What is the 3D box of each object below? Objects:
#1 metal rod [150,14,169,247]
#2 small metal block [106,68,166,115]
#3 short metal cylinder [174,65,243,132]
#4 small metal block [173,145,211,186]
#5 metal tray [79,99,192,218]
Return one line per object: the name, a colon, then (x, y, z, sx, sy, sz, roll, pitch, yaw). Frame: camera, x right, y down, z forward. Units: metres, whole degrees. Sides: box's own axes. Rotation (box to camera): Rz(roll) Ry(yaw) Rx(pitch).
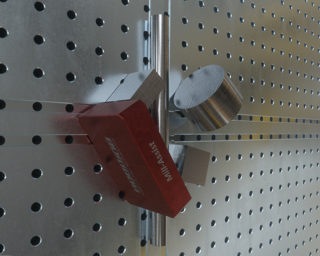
metal rod: (-0.001, 0.003, 0.410, 0.025, 0.025, 0.298, 0, 90, -40)
small metal block: (-0.029, -0.042, 0.369, 0.025, 0.050, 0.050, 49, 61, -29)
short metal cylinder: (0.067, -0.041, 0.431, 0.050, 0.080, 0.080, 46, 63, -31)
small metal block: (0.043, 0.054, 0.449, 0.050, 0.025, 0.050, 19, 78, -39)
metal tray: (-0.028, 0.034, 0.344, 0.030, 0.090, 0.129, -40, 115, -33)
